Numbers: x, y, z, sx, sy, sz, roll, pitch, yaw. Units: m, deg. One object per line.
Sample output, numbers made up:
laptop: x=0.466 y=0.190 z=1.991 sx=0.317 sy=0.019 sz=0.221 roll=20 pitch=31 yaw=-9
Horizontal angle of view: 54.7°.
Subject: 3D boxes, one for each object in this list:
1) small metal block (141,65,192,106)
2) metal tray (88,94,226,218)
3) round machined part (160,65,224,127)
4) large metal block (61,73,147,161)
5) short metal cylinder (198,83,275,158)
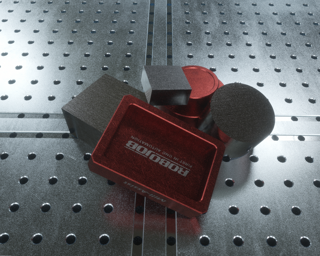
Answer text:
small metal block: x=0.007 y=-0.055 z=0.393 sx=0.050 sy=0.025 sz=0.050 roll=-3 pitch=46 yaw=-17
metal tray: x=0.000 y=0.030 z=0.341 sx=0.131 sy=0.030 sz=0.090 roll=27 pitch=59 yaw=-6
round machined part: x=0.047 y=-0.052 z=0.440 sx=0.099 sy=0.042 sz=0.098 roll=0 pitch=50 yaw=0
large metal block: x=-0.065 y=-0.016 z=0.404 sx=0.080 sy=0.050 sz=0.080 roll=29 pitch=56 yaw=22
short metal cylinder: x=0.093 y=-0.009 z=0.384 sx=0.081 sy=0.050 sz=0.080 roll=5 pitch=64 yaw=-10
